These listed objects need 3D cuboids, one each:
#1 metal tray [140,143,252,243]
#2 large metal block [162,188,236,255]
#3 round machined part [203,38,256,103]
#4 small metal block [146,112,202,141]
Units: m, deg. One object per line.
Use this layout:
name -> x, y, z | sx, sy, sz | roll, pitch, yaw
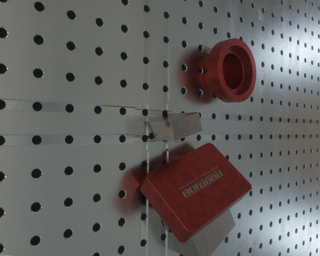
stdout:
metal tray -> 0.051, 0.080, 0.415 | 0.131, 0.030, 0.090 | -22, 60, -38
large metal block -> 0.054, 0.127, 0.441 | 0.081, 0.050, 0.080 | -36, 113, -34
round machined part -> 0.107, -0.088, 0.490 | 0.099, 0.042, 0.097 | 0, 90, -40
small metal block -> 0.019, -0.003, 0.411 | 0.050, 0.050, 0.025 | -19, 102, -39
